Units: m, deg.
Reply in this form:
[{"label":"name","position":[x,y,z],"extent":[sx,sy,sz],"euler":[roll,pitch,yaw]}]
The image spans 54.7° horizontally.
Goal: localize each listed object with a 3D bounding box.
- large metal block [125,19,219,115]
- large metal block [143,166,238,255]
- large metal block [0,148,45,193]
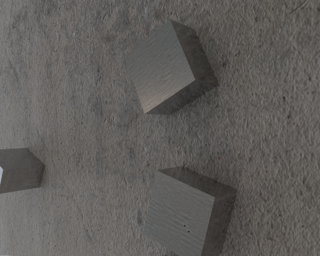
[{"label":"large metal block","position":[0.012,-0.070,0.378],"extent":[0.080,0.050,0.080],"euler":[-31,71,35]},{"label":"large metal block","position":[0.034,0.098,0.361],"extent":[0.080,0.050,0.079],"euler":[19,102,38]},{"label":"large metal block","position":[-0.286,0.081,0.606],"extent":[0.080,0.081,0.050],"euler":[29,108,36]}]
